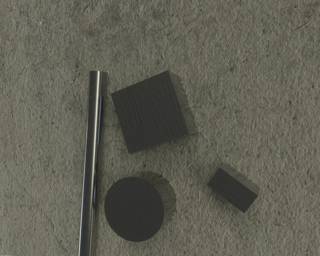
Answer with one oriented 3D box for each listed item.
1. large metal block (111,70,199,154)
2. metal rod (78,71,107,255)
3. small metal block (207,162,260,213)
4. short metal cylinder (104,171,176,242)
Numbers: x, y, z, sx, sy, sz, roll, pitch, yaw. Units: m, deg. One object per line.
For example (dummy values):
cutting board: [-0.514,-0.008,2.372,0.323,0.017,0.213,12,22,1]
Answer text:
large metal block: [-0.006,-0.018,0.397,0.080,0.050,0.080,-20,84,18]
metal rod: [-0.097,0.070,0.441,0.025,0.025,0.298,4,91,19]
small metal block: [0.088,0.068,0.365,0.050,0.050,0.025,37,102,16]
short metal cylinder: [-0.024,0.100,0.403,0.080,0.050,0.079,0,90,19]
